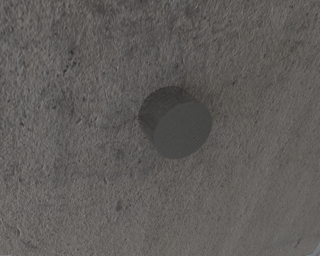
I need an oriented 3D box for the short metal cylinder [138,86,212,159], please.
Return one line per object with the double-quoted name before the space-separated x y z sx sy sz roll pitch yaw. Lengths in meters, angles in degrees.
"short metal cylinder" 0.019 -0.007 0.396 0.081 0.050 0.080 -14 124 -21
